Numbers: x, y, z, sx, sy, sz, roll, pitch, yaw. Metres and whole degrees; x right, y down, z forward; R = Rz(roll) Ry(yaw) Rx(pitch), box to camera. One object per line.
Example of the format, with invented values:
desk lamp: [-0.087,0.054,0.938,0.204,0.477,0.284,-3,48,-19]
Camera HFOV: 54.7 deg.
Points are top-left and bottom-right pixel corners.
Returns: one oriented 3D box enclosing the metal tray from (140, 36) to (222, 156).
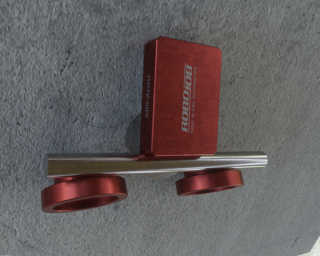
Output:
metal tray: [0.026,-0.034,0.365,0.091,0.030,0.129,2,91,-30]

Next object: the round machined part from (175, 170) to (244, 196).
round machined part: [0.071,0.072,0.460,0.099,0.042,0.098,-8,163,-2]

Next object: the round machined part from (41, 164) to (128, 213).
round machined part: [-0.091,0.070,0.371,0.099,0.042,0.098,-11,160,-4]

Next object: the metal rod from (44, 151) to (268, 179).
metal rod: [0.018,0.042,0.382,0.303,0.025,0.025,2,118,-30]

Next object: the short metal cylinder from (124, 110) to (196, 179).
short metal cylinder: [0.000,0.019,0.406,0.081,0.050,0.079,-14,125,-21]
